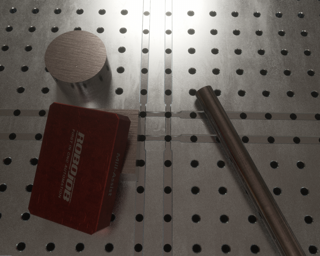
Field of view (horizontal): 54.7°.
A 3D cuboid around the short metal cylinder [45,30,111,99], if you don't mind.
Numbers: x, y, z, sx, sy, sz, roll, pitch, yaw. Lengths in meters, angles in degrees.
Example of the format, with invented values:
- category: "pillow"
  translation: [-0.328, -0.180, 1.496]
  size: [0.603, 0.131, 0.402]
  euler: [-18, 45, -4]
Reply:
- category: "short metal cylinder"
  translation: [-0.111, -0.086, 0.429]
  size: [0.081, 0.050, 0.080]
  euler: [0, 70, -1]

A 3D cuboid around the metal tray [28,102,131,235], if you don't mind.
- category: "metal tray"
  translation: [-0.091, 0.042, 0.350]
  size: [0.090, 0.030, 0.129]
  euler: [11, 89, 20]

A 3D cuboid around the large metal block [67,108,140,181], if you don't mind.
- category: "large metal block"
  translation: [-0.067, 0.022, 0.390]
  size: [0.081, 0.050, 0.080]
  euler: [2, 70, 0]

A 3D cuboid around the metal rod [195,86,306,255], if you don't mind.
- category: "metal rod"
  translation: [0.121, 0.077, 0.385]
  size: [0.025, 0.025, 0.299]
  euler: [-23, 72, -8]
